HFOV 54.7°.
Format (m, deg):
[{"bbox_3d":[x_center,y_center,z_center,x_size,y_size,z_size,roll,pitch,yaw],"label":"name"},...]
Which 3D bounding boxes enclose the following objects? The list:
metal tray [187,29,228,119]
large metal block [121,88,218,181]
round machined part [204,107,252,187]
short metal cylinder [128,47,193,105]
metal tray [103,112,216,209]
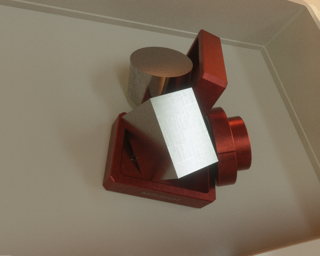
[{"bbox_3d":[0.047,-0.062,0.407,0.030,0.089,0.130,22,38,-12],"label":"metal tray"},{"bbox_3d":[0.007,0.010,0.338,0.050,0.080,0.080,-18,87,-29],"label":"large metal block"},{"bbox_3d":[0.083,0.021,0.386,0.042,0.098,0.098,-9,63,1],"label":"round machined part"},{"bbox_3d":[-0.001,-0.067,0.410,0.081,0.050,0.080,6,39,-4],"label":"short metal cylinder"},{"bbox_3d":[0.003,0.040,0.378,0.131,0.030,0.090,16,55,-19],"label":"metal tray"}]
